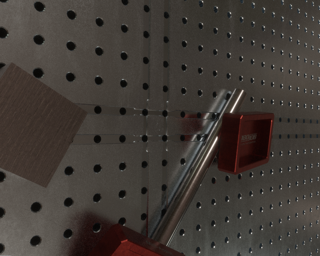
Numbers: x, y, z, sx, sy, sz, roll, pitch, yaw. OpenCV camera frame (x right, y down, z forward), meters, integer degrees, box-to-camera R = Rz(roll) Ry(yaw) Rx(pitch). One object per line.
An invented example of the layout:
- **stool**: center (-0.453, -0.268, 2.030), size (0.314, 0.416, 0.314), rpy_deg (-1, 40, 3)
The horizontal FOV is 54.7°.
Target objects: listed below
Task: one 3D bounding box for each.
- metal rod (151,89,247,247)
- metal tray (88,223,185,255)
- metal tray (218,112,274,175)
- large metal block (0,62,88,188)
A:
- **metal rod**: center (0.061, 0.056, 0.463), size (0.025, 0.025, 0.300), rpy_deg (48, 61, -30)
- **metal tray**: center (-0.029, 0.176, 0.362), size (0.130, 0.030, 0.090), rpy_deg (39, 89, -34)
- **metal tray**: center (0.144, 0.020, 0.508), size (0.131, 0.030, 0.089), rpy_deg (-5, 102, -49)
- **large metal block**: center (-0.129, -0.001, 0.286), size (0.080, 0.050, 0.080), rpy_deg (37, 67, -34)
